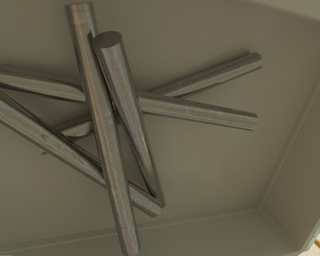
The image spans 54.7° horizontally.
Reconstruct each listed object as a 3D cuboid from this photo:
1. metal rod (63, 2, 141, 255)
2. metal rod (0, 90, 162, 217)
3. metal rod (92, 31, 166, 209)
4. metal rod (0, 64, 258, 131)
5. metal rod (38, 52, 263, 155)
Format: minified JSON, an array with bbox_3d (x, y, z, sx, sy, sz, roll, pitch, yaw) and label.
[{"bbox_3d":[-0.054,0.024,0.335,0.025,0.025,0.298,-17,118,-19],"label":"metal rod"},{"bbox_3d":[-0.092,0.033,0.345,0.025,0.025,0.300,-44,129,2],"label":"metal rod"},{"bbox_3d":[-0.023,0.022,0.369,0.025,0.025,0.299,-27,141,-12],"label":"metal rod"},{"bbox_3d":[-0.016,-0.028,0.354,0.302,0.025,0.025,8,115,-23],"label":"metal rod"},{"bbox_3d":[-0.001,-0.037,0.386,0.302,0.025,0.025,-23,127,-15],"label":"metal rod"}]
